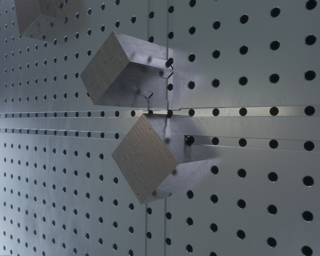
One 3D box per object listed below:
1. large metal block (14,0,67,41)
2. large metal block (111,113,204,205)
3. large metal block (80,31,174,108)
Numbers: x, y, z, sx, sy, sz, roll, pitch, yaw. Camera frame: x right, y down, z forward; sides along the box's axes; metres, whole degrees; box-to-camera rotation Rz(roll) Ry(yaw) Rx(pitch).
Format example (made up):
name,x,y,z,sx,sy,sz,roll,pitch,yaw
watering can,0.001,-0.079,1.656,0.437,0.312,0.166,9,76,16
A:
name,x,y,z,sx,sy,sz,roll,pitch,yaw
large metal block,-0.226,-0.223,0.582,0.080,0.050,0.080,-21,77,38
large metal block,-0.006,0.038,0.399,0.080,0.050,0.080,-51,60,28
large metal block,-0.044,-0.073,0.411,0.080,0.081,0.050,-43,64,32
